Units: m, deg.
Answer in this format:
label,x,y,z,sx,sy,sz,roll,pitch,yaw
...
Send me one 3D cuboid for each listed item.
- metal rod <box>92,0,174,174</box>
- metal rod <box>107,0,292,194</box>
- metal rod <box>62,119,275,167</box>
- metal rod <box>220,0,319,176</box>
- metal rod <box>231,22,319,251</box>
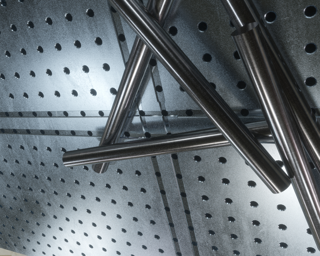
label,x,y,z,sx,sy,sz,roll,pitch,yaw
metal rod,-0.045,-0.041,0.407,0.025,0.025,0.298,32,128,7
metal rod,0.035,-0.048,0.326,0.300,0.025,0.025,49,128,-6
metal rod,-0.004,0.024,0.406,0.300,0.025,0.025,-10,114,25
metal rod,0.146,-0.014,0.325,0.025,0.025,0.299,-25,105,36
metal rod,0.144,0.031,0.332,0.025,0.025,0.299,-14,118,33
